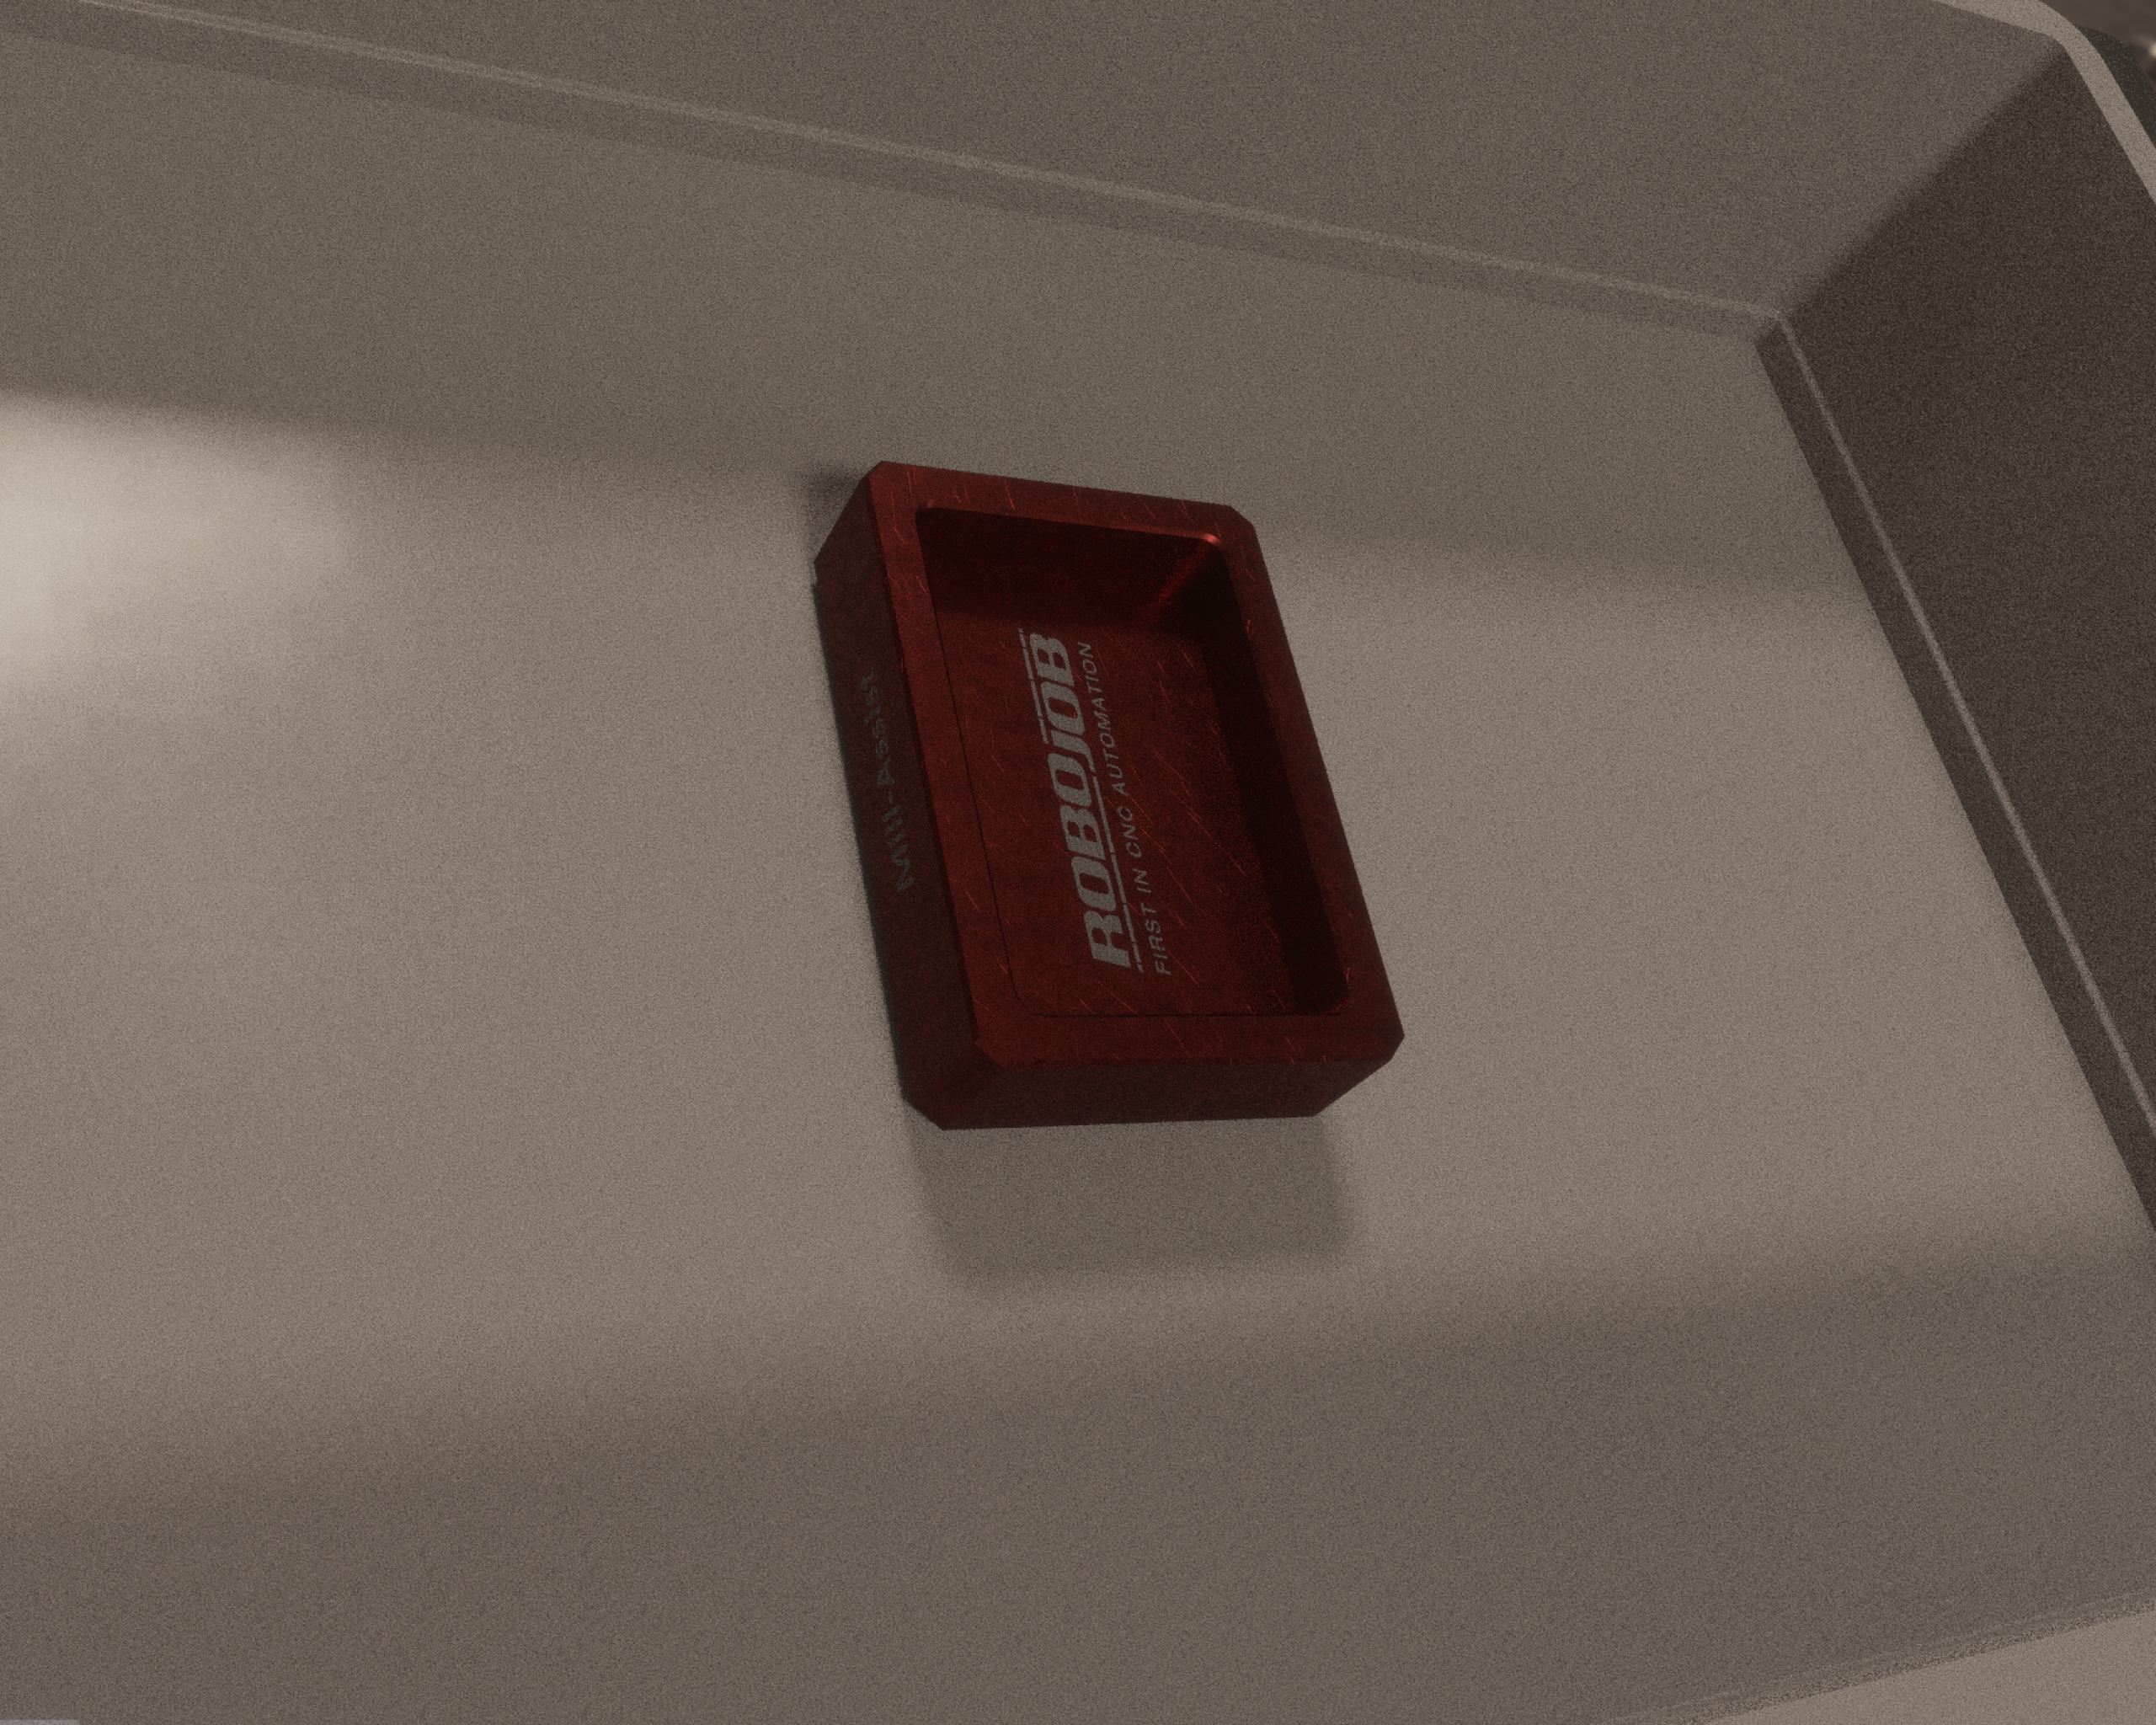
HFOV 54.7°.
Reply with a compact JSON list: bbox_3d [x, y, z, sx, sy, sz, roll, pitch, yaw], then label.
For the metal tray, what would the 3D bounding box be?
[{"bbox_3d":[0.004,-0.014,0.411,0.091,0.030,0.130,2,61,-28],"label":"metal tray"}]
